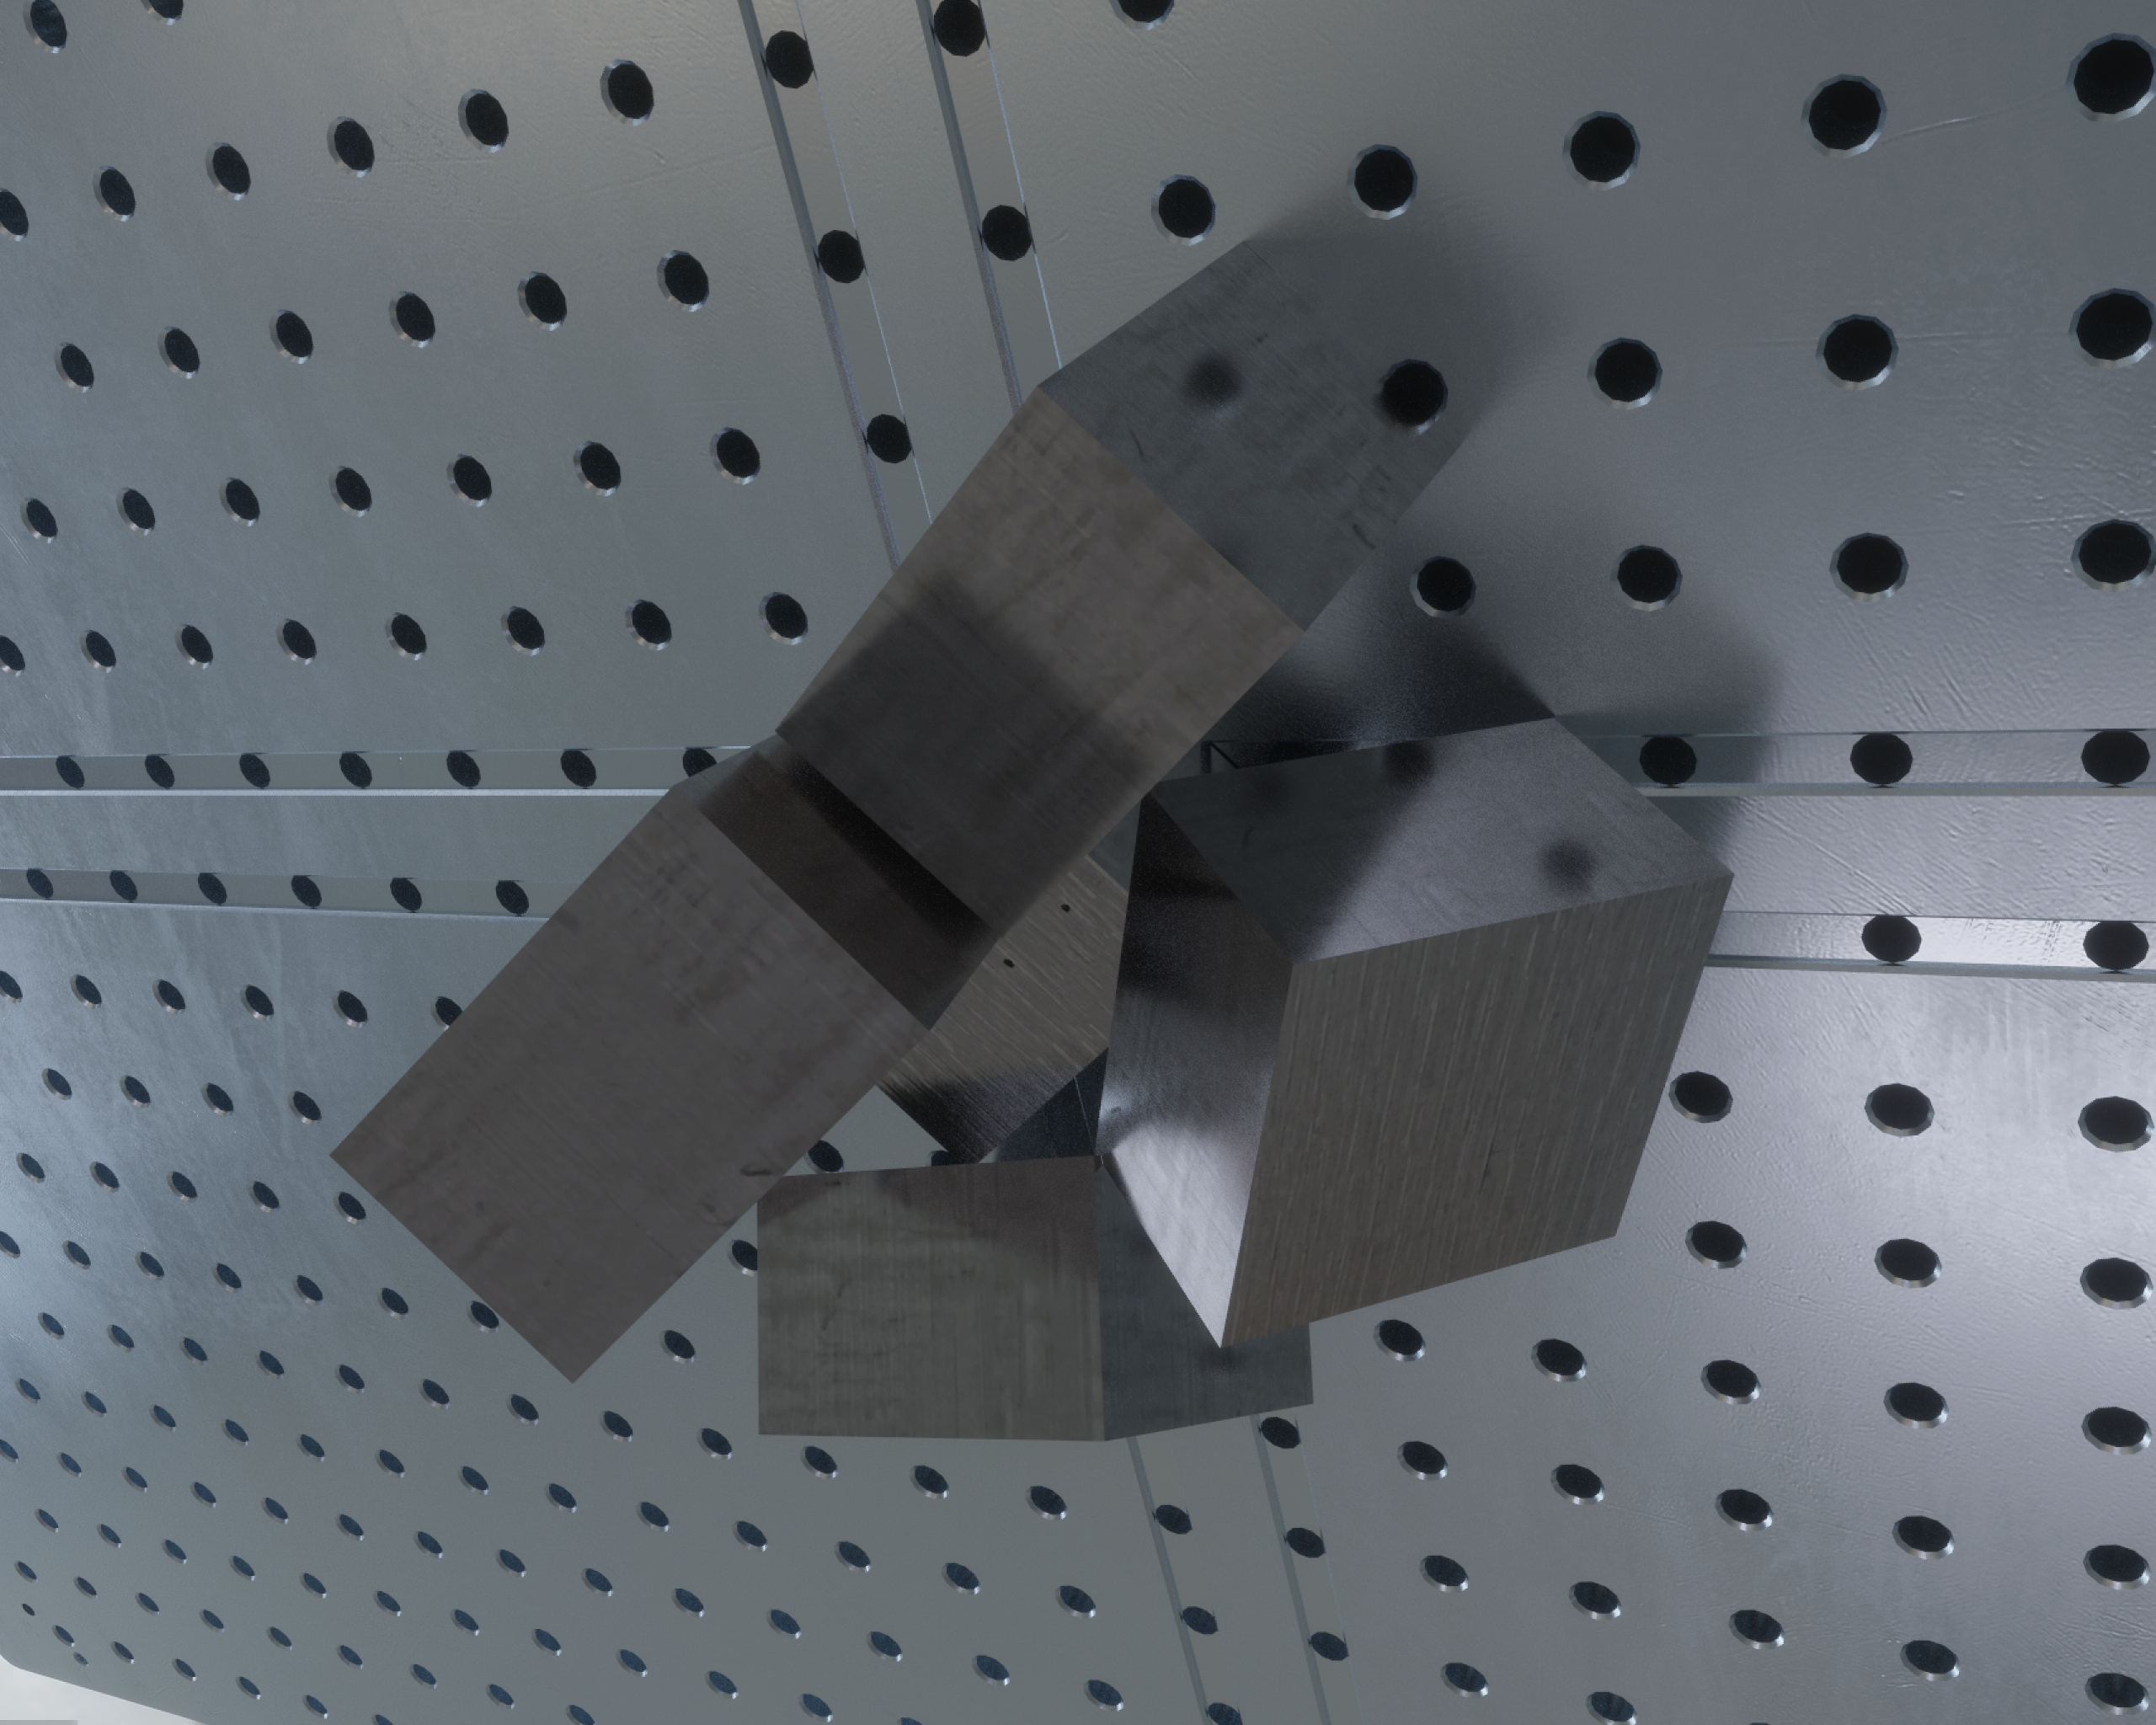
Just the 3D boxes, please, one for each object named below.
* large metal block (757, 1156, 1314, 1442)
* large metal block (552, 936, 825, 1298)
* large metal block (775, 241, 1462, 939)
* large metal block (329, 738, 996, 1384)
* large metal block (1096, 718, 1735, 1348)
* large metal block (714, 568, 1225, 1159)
[{"bbox_3d":[-0.008,0.088,0.425,0.080,0.080,0.050,-9,78,32],"label":"large metal block"},{"bbox_3d":[-0.085,0.038,0.443,0.050,0.080,0.080,44,129,-2],"label":"large metal block"},{"bbox_3d":[0.008,-0.046,0.344,0.050,0.080,0.080,43,129,-2],"label":"large metal block"},{"bbox_3d":[-0.061,0.026,0.343,0.050,0.080,0.080,44,104,-2],"label":"large metal block"},{"bbox_3d":[0.054,0.027,0.355,0.050,0.081,0.079,-127,35,-47],"label":"large metal block"},{"bbox_3d":[-0.019,0.000,0.407,0.080,0.050,0.080,43,129,-2],"label":"large metal block"}]
